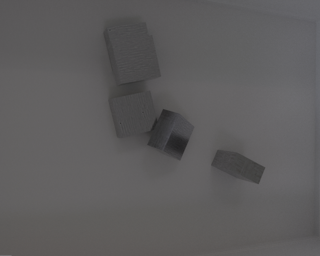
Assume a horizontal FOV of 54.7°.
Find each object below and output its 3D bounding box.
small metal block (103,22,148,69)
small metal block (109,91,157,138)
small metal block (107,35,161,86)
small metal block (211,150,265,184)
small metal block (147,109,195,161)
[{"bbox_3d":[-0.040,-0.104,0.395,0.050,0.025,0.050,-14,95,-20],"label":"small metal block"},{"bbox_3d":[-0.034,-0.018,0.398,0.050,0.025,0.050,-15,95,-20],"label":"small metal block"},{"bbox_3d":[-0.031,-0.081,0.372,0.050,0.025,0.050,-14,96,-19],"label":"small metal block"},{"bbox_3d":[0.109,0.054,0.437,0.050,0.050,0.025,27,81,-18],"label":"small metal block"},{"bbox_3d":[0.015,0.010,0.402,0.050,0.025,0.050,36,75,-56],"label":"small metal block"}]
